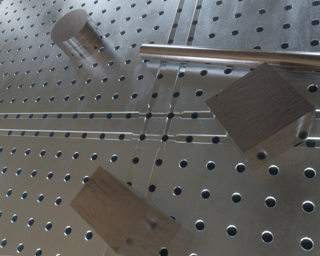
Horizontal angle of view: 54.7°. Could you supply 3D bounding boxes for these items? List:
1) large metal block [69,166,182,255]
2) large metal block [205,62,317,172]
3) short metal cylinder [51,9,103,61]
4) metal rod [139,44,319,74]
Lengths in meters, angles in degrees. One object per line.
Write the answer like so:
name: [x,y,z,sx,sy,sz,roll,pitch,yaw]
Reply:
large metal block: [-0.035,0.094,0.332,0.080,0.080,0.050,29,78,37]
large metal block: [0.110,-0.013,0.342,0.080,0.050,0.080,-34,52,6]
short metal cylinder: [-0.154,-0.173,0.576,0.080,0.050,0.080,-13,56,20]
metal rod: [0.098,-0.094,0.413,0.300,0.025,0.025,13,68,33]
